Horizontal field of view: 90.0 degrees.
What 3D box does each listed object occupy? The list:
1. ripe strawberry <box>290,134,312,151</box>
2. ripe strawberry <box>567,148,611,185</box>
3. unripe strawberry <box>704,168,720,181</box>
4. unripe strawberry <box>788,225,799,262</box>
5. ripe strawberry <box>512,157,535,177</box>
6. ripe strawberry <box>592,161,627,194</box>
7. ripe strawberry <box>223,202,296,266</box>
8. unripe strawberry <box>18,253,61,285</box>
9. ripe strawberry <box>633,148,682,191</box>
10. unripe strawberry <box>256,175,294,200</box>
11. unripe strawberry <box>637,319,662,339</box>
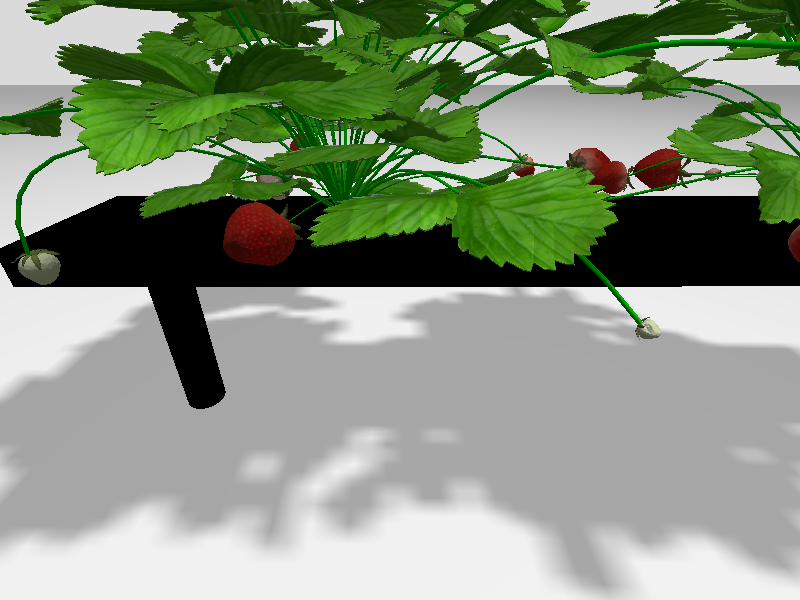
[{"bbox_3d":[-0.128,-0.202,0.541,0.042,0.044,0.045,-10,30,-17],"label":"ripe strawberry"},{"bbox_3d":[0.210,-0.147,0.442,0.041,0.041,0.045,-11,32,-20],"label":"ripe strawberry"},{"bbox_3d":[0.367,-0.148,0.471,0.016,0.014,0.015,-7,30,-12],"label":"unripe strawberry"},{"bbox_3d":[0.270,-0.037,0.257,0.033,0.034,0.030,-23,37,-34],"label":"unripe strawberry"},{"bbox_3d":[0.148,-0.157,0.478,0.028,0.025,0.026,35,-6,45],"label":"ripe strawberry"},{"bbox_3d":[0.217,-0.127,0.416,0.033,0.033,0.036,6,30,22],"label":"ripe strawberry"},{"bbox_3d":[-0.093,-0.041,0.258,0.045,0.039,0.046,11,32,19],"label":"ripe strawberry"},{"bbox_3d":[-0.216,-0.018,0.241,0.019,0.020,0.018,-22,36,-33],"label":"unripe strawberry"},{"bbox_3d":[0.275,-0.140,0.428,0.043,0.043,0.047,19,35,31],"label":"ripe strawberry"},{"bbox_3d":[-0.129,-0.121,0.405,0.040,0.039,0.037,21,36,33],"label":"unripe strawberry"},{"bbox_3d":[0.122,0.015,0.196,0.011,0.010,0.010,-25,39,-36],"label":"unripe strawberry"}]
